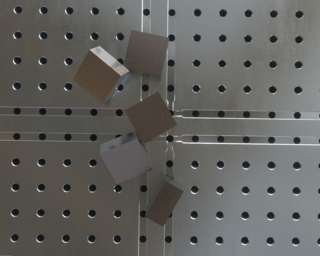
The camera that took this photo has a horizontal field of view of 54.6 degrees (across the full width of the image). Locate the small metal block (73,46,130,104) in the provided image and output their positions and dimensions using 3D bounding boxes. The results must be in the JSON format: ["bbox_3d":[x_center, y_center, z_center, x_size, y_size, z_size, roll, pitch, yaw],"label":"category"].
[{"bbox_3d":[-0.076,-0.068,0.402,0.050,0.025,0.050,40,121,0],"label":"small metal block"}]

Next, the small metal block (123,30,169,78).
[{"bbox_3d":[-0.018,-0.098,0.413,0.050,0.025,0.050,12,90,0],"label":"small metal block"}]

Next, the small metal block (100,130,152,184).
[{"bbox_3d":[-0.044,0.038,0.403,0.050,0.025,0.050,-22,115,2],"label":"small metal block"}]

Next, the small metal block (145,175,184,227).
[{"bbox_3d":[0.005,0.092,0.401,0.025,0.050,0.050,30,90,0],"label":"small metal block"}]

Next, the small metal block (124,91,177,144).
[{"bbox_3d":[-0.012,-0.013,0.413,0.050,0.025,0.050,-30,90,0],"label":"small metal block"}]
